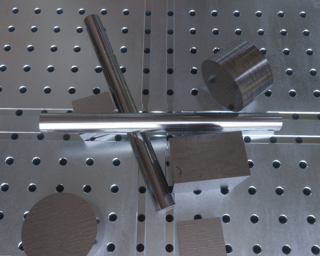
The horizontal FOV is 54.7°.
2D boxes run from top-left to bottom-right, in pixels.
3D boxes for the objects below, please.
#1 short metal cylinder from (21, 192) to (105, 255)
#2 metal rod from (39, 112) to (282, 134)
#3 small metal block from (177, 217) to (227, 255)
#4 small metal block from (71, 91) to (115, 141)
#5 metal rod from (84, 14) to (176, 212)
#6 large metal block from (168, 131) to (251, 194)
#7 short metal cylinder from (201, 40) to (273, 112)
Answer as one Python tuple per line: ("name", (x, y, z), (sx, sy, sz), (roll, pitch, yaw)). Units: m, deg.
("short metal cylinder", (-0.108, 0.118, 0.355), (0.081, 0.050, 0.080), (0, 70, 0))
("metal rod", (0.009, -0.007, 0.392), (0.302, 0.025, 0.025), (-1, 70, -9))
("small metal block", (0.048, 0.133, 0.363), (0.050, 0.025, 0.050), (-6, 70, -2))
("small metal block", (-0.086, -0.016, 0.417), (0.050, 0.025, 0.050), (-16, 71, -6))
("metal rod", (-0.048, -0.033, 0.423), (0.025, 0.025, 0.299), (-21, 71, -7))
("large metal block", (0.052, 0.043, 0.367), (0.081, 0.080, 0.050), (-6, 70, -2))
("short metal cylinder", (0.100, -0.068, 0.408), (0.050, 0.080, 0.080), (-35, 74, -12))
